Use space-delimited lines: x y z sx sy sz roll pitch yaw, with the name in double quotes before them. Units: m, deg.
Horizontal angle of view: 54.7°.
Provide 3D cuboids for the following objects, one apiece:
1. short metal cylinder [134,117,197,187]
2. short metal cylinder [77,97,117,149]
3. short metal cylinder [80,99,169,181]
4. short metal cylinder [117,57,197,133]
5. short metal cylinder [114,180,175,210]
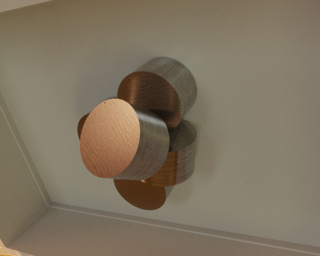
"short metal cylinder" 0.004 0.027 0.385 0.080 0.080 0.050 13 124 21
"short metal cylinder" -0.064 0.004 0.424 0.080 0.050 0.079 13 124 20
"short metal cylinder" -0.037 0.014 0.327 0.080 0.050 0.080 -9 74 33
"short metal cylinder" -0.003 -0.038 0.367 0.080 0.050 0.079 13 124 20
"short metal cylinder" -0.018 0.069 0.441 0.080 0.050 0.079 13 124 20
